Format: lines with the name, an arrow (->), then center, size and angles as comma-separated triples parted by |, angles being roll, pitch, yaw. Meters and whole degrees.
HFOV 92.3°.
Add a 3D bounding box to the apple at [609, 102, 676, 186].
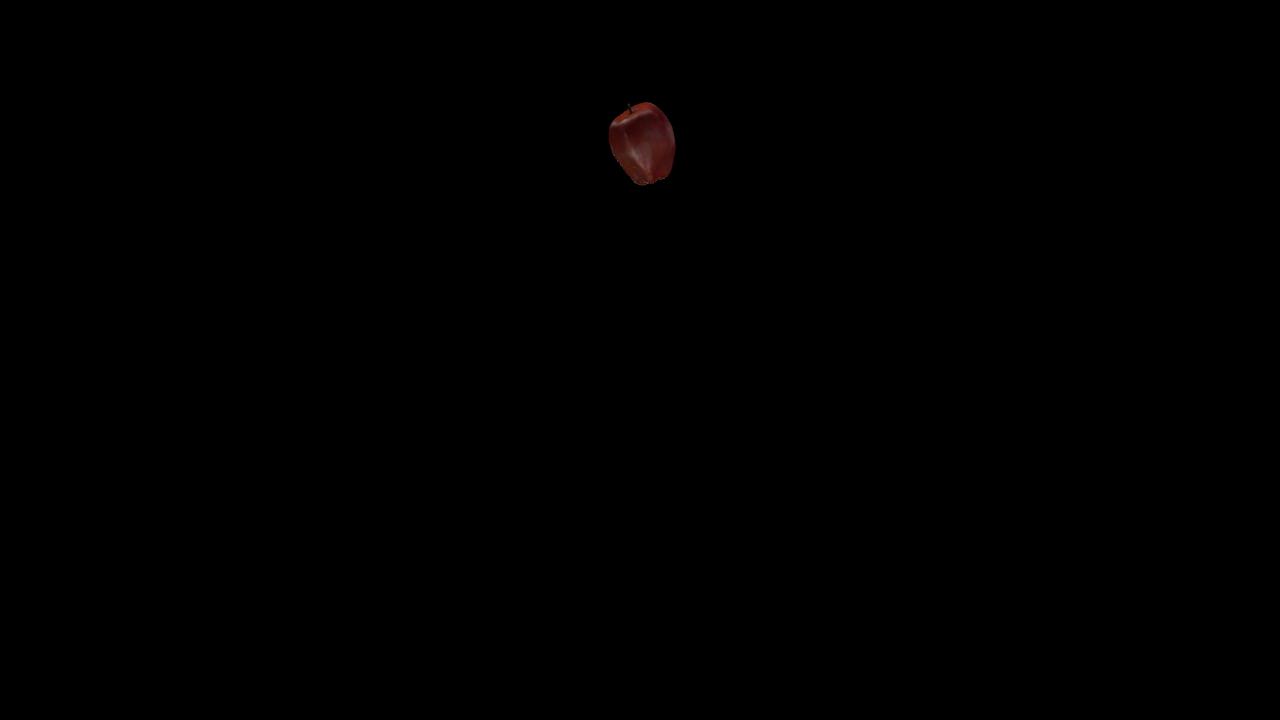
apple -> 0.005, -0.260, 0.735 | 0.079, 0.093, 0.079 | -19, 30, 12
